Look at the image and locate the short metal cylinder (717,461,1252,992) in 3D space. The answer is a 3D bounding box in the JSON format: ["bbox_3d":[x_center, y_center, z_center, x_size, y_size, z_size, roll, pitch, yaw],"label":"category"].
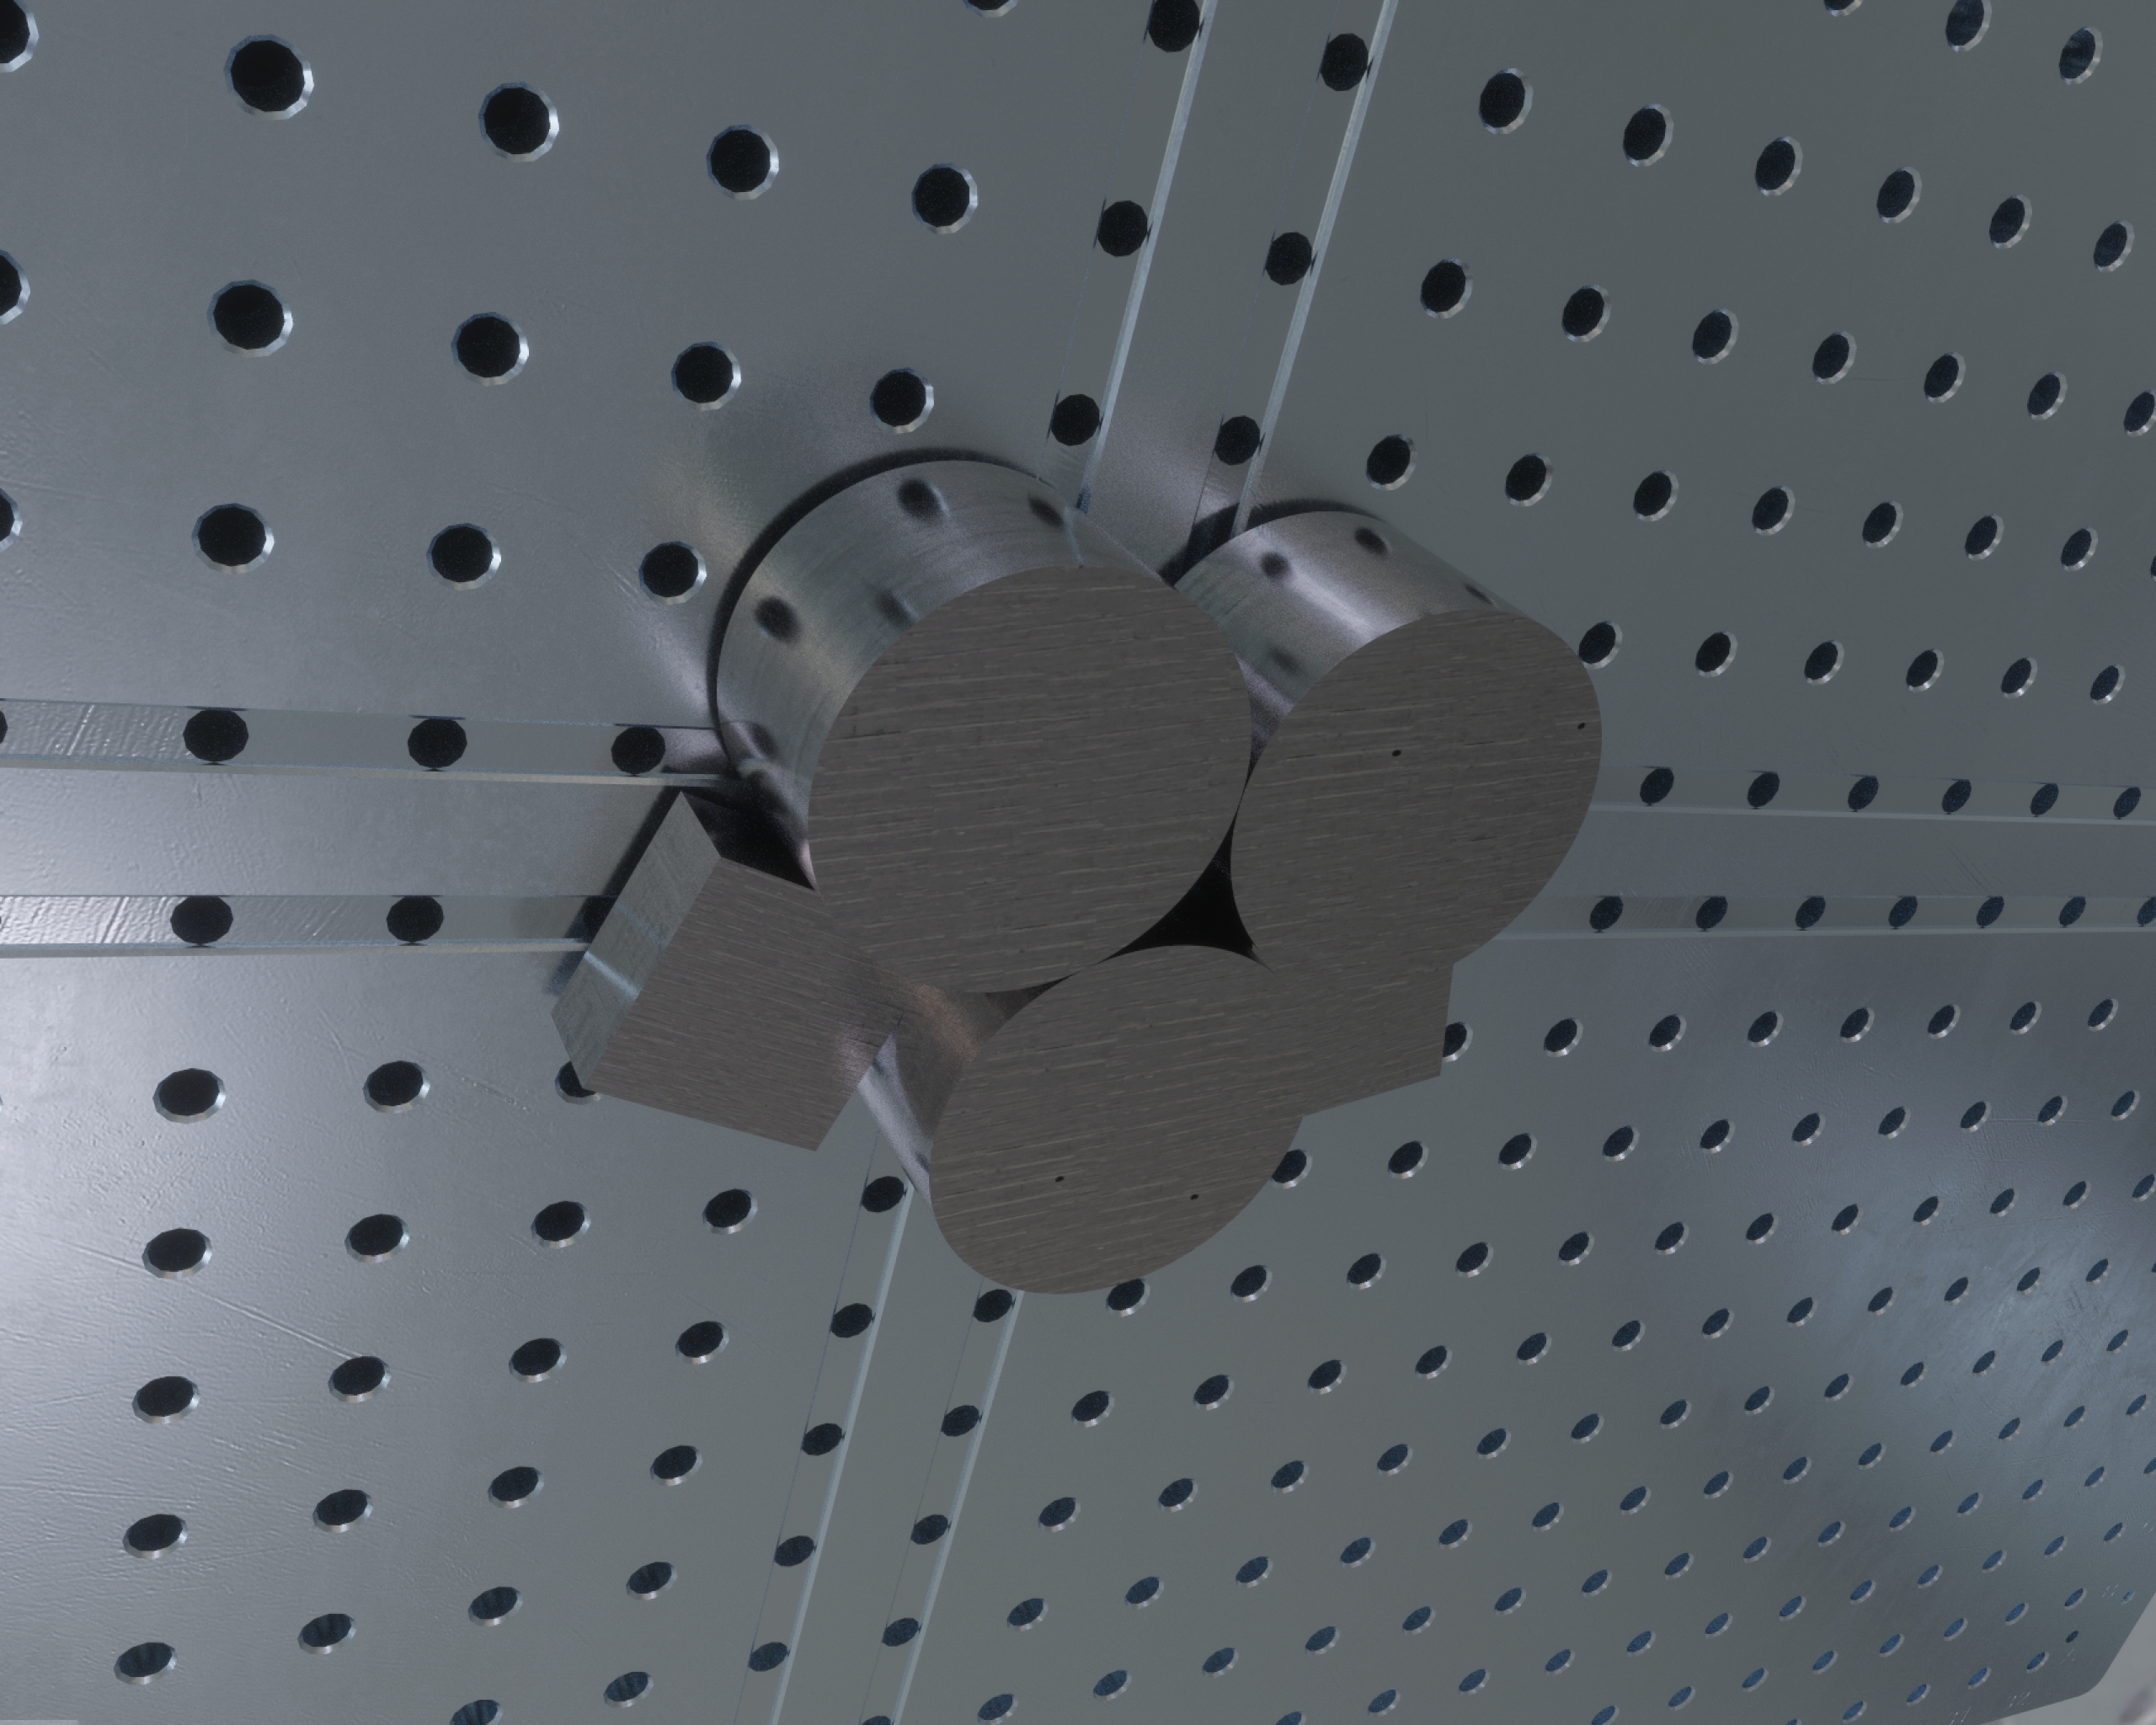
[{"bbox_3d":[-0.017,-0.024,0.366,0.081,0.050,0.079,-14,124,-21],"label":"short metal cylinder"}]

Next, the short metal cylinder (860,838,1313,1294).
[{"bbox_3d":[-0.001,0.038,0.414,0.081,0.050,0.079,-14,124,-21],"label":"short metal cylinder"}]

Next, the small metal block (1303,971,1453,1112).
[{"bbox_3d":[0.053,0.026,0.452,0.050,0.025,0.050,-13,124,-21],"label":"small metal block"}]

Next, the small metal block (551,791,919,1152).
[{"bbox_3d":[-0.061,0.021,0.387,0.050,0.025,0.050,23,106,-37],"label":"small metal block"}]

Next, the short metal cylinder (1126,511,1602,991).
[{"bbox_3d":[0.053,-0.022,0.406,0.081,0.050,0.079,-14,124,-21],"label":"short metal cylinder"}]
